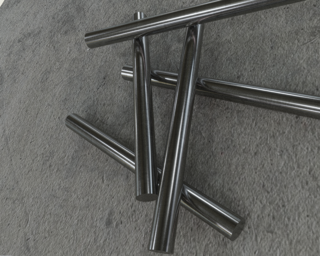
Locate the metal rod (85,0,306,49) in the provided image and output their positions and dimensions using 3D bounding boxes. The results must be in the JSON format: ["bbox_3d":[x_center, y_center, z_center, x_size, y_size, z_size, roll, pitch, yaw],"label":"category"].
[{"bbox_3d":[0.027,-0.145,0.412,0.300,0.025,0.025,-4,60,26],"label":"metal rod"}]

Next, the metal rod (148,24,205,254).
[{"bbox_3d":[0.025,-0.012,0.364,0.025,0.025,0.300,-4,60,26],"label":"metal rod"}]

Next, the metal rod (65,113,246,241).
[{"bbox_3d":[-0.030,0.044,0.392,0.300,0.025,0.025,27,77,37],"label":"metal rod"}]

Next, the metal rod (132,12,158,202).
[{"bbox_3d":[-0.023,-0.050,0.413,0.025,0.025,0.299,-17,55,18],"label":"metal rod"}]

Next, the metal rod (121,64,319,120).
[{"bbox_3d":[0.067,-0.052,0.400,0.300,0.025,0.025,17,71,34],"label":"metal rod"}]
